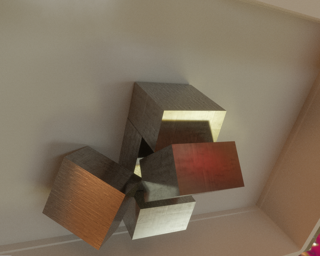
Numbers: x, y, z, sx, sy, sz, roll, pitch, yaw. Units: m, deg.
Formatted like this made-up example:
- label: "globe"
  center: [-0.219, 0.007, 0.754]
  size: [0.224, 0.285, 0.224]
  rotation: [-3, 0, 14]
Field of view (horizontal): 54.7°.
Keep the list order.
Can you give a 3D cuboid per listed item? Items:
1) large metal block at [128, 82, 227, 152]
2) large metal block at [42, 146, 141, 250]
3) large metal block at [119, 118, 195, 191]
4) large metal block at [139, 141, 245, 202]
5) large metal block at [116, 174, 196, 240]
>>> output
- label: "large metal block"
  center: [0.017, -0.016, 0.371]
  size: [0.081, 0.080, 0.050]
  rotation: [-1, 119, -28]
- label: "large metal block"
  center: [-0.080, 0.080, 0.368]
  size: [0.079, 0.080, 0.050]
  rotation: [-64, 169, 18]
- label: "large metal block"
  center: [-0.005, 0.033, 0.412]
  size: [0.081, 0.050, 0.079]
  rotation: [-1, 119, -29]
- label: "large metal block"
  center: [0.032, 0.050, 0.349]
  size: [0.081, 0.080, 0.050]
  rotation: [-1, 74, -29]
- label: "large metal block"
  center: [-0.011, 0.099, 0.427]
  size: [0.081, 0.080, 0.050]
  rotation: [0, 118, -29]
